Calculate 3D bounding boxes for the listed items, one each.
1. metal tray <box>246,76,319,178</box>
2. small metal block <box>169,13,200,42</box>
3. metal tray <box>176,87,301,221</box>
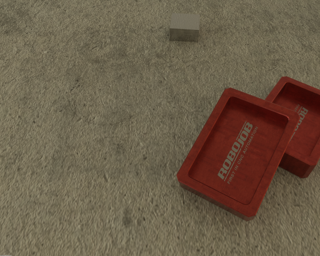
[{"bbox_3d":[0.175,-0.007,0.406,0.090,0.030,0.131,30,56,22],"label":"metal tray"},{"bbox_3d":[0.044,-0.180,0.555,0.050,0.025,0.050,5,50,4],"label":"small metal block"},{"bbox_3d":[0.089,0.026,0.352,0.090,0.030,0.130,25,72,21],"label":"metal tray"}]
